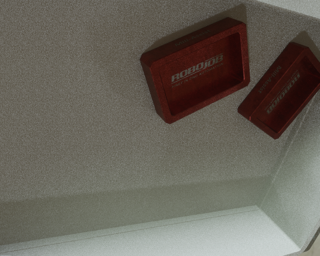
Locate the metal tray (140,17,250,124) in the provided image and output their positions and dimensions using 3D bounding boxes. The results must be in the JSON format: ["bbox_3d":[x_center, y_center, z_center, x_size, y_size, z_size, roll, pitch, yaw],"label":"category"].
[{"bbox_3d":[0.049,-0.072,0.389,0.131,0.030,0.090,-27,128,-12],"label":"metal tray"}]

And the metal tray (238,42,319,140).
[{"bbox_3d":[0.191,-0.054,0.479,0.090,0.030,0.130,29,102,-38],"label":"metal tray"}]
